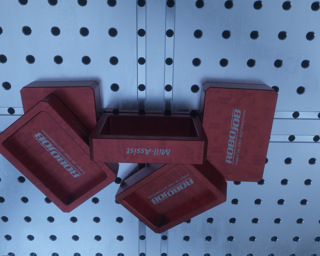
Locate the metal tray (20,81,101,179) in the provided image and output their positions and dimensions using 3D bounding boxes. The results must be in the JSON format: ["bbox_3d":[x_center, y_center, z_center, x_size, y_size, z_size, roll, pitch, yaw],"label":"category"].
[{"bbox_3d":[-0.124,0.005,0.411,0.091,0.030,0.129,-1,111,0],"label":"metal tray"}]

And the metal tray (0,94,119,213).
[{"bbox_3d":[-0.126,0.035,0.388,0.090,0.030,0.130,-36,107,11],"label":"metal tray"}]

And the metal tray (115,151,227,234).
[{"bbox_3d":[0.014,0.087,0.423,0.130,0.030,0.090,-37,108,30],"label":"metal tray"}]

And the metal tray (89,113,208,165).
[{"bbox_3d":[-0.013,0.010,0.381,0.131,0.090,0.030,1,110,-1],"label":"metal tray"}]

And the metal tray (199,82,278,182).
[{"bbox_3d":[0.097,0.007,0.414,0.091,0.030,0.129,3,110,-2],"label":"metal tray"}]
